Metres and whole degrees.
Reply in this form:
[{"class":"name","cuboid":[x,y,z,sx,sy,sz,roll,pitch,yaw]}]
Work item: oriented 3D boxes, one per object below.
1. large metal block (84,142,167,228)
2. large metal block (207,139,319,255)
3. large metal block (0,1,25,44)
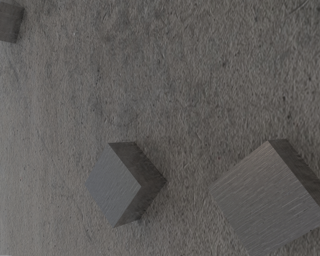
[{"class":"large metal block","cuboid":[-0.050,0.076,0.430,0.080,0.050,0.080,47,118,29]},{"class":"large metal block","cuboid":[0.108,0.067,0.300,0.080,0.050,0.080,-46,63,30]},{"class":"large metal block","cuboid":[-0.345,-0.241,0.674,0.080,0.050,0.079,39,114,33]}]
